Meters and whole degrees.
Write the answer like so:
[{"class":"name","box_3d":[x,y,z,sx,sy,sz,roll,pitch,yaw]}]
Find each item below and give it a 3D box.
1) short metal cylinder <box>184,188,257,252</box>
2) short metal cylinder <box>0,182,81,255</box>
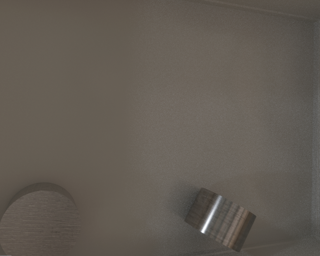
[{"class":"short metal cylinder","box_3d":[0.080,0.121,0.412,0.080,0.080,0.050,32,80,-18]},{"class":"short metal cylinder","box_3d":[-0.133,0.105,0.349,0.081,0.050,0.079,0,90,-21]}]
